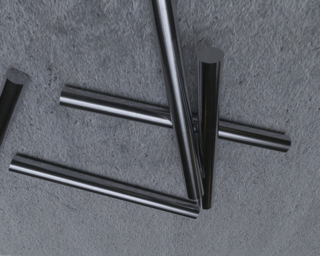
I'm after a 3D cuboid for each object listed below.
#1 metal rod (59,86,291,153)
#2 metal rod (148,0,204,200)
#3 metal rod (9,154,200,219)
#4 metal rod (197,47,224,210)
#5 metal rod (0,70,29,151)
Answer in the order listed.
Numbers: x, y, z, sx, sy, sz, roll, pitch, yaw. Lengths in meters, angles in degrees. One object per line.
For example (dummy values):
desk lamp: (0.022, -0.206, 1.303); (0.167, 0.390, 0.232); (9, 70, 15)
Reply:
metal rod: (0.028, -0.008, 0.400); (0.302, 0.025, 0.025); (12, 129, -10)
metal rod: (0.021, -0.032, 0.353); (0.025, 0.025, 0.298); (-8, 122, 7)
metal rod: (-0.076, 0.097, 0.488); (0.302, 0.025, 0.025); (19, 128, -16)
metal rod: (0.061, 0.028, 0.400); (0.025, 0.025, 0.299); (-4, 140, 4)
metal rod: (-0.243, 0.038, 0.436); (0.025, 0.025, 0.298); (25, 126, -20)
